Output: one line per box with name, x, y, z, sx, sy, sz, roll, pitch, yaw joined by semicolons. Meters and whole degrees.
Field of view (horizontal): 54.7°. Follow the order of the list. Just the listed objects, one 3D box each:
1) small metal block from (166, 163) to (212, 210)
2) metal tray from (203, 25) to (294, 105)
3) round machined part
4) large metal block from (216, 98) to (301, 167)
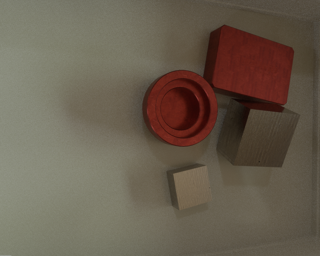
small metal block;0.040;0.080;0.427;0.050;0.025;0.050;-11;94;-20
metal tray;0.132;-0.088;0.458;0.131;0.030;0.089;11;86;-20
round machined part;0.023;-0.025;0.411;0.099;0.042;0.097;0;90;-21
large metal block;0.136;0.007;0.436;0.081;0.050;0.079;5;110;-20
